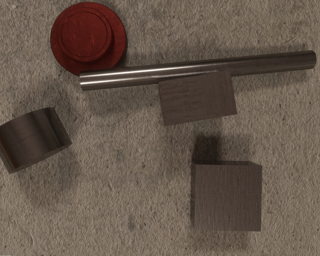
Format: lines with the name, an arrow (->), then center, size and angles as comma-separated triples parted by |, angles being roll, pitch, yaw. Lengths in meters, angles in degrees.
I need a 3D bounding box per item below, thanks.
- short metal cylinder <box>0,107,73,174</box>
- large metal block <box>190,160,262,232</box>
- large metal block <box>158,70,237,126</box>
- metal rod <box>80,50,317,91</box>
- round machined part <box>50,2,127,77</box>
short metal cylinder -> -0.157, 0.015, 0.380 | 0.080, 0.080, 0.050 | -27, 90, 0
large metal block -> 0.083, 0.084, 0.399 | 0.081, 0.050, 0.079 | 1, 90, -1
large metal block -> 0.042, -0.034, 0.383 | 0.080, 0.080, 0.050 | -10, 91, 0
metal rod -> 0.052, -0.075, 0.400 | 0.302, 0.025, 0.025 | -6, 90, -5
round machined part -> -0.093, -0.115, 0.400 | 0.099, 0.042, 0.097 | 0, 90, -1
